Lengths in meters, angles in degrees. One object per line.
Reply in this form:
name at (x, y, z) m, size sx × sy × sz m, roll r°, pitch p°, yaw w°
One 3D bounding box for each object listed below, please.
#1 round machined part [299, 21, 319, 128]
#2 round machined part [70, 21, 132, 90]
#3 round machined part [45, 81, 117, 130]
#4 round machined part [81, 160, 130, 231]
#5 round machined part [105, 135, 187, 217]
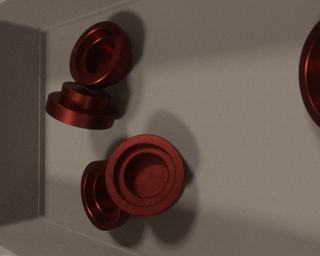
round machined part at (0.157, -0.043, 0.244) m, size 0.098 × 0.042 × 0.097 m, roll 173°, pitch 89°, yaw -82°
round machined part at (-0.080, -0.100, 0.448) m, size 0.098 × 0.042 × 0.098 m, roll -10°, pitch 69°, yaw 29°
round machined part at (-0.110, -0.036, 0.447) m, size 0.098 × 0.099 × 0.042 m, roll 31°, pitch 110°, yaw 35°
round machined part at (-0.071, 0.093, 0.447) m, size 0.098 × 0.042 × 0.097 m, roll 4°, pitch 95°, yaw 45°
round machined part at (-0.015, 0.060, 0.388) m, size 0.098 × 0.042 × 0.098 m, roll -3°, pitch 75°, yaw 12°
